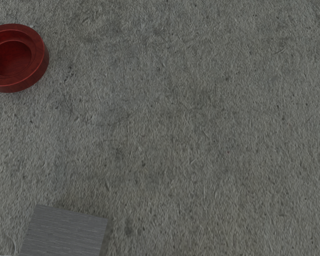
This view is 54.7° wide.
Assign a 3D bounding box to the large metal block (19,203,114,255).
[{"bbox_3d":[-0.103,0.135,0.344,0.080,0.050,0.080,11,70,3],"label":"large metal block"}]

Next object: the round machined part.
[{"bbox_3d":[-0.203,-0.092,0.430,0.099,0.042,0.098,0,70,-1],"label":"round machined part"}]
